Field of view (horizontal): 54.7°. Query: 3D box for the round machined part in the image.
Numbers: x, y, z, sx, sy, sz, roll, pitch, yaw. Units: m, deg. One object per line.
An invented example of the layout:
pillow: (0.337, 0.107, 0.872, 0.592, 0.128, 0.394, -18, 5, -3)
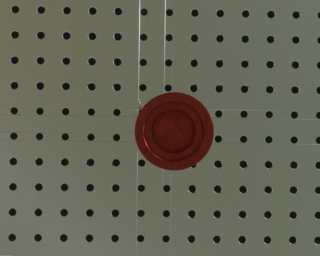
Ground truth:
round machined part: (0.018, 0.004, 0.405, 0.099, 0.042, 0.097, 0, 90, -1)
